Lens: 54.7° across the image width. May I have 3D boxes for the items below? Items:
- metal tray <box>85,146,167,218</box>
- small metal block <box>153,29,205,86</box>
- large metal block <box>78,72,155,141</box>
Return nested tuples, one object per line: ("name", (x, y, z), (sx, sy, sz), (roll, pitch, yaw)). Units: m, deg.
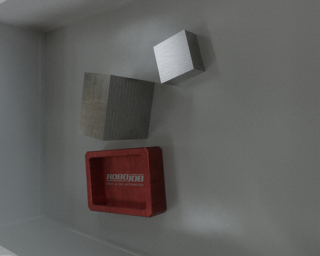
("metal tray", (-0.053, 0.075, 0.444), (0.130, 0.030, 0.089), (-7, 86, 39))
("small metal block", (0.023, -0.086, 0.386), (0.050, 0.025, 0.050), (-19, 78, 38))
("large metal block", (-0.057, -0.028, 0.416), (0.050, 0.081, 0.079), (13, 98, 39))
